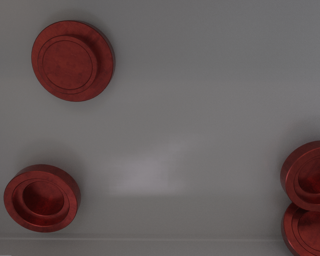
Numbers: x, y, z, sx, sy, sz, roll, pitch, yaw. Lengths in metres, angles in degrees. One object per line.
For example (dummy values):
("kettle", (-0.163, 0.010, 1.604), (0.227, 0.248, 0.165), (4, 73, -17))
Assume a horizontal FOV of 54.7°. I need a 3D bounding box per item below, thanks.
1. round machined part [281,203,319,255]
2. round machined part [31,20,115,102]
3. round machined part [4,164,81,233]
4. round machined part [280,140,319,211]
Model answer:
("round machined part", (0.223, 0.148, 0.439), (0.099, 0.098, 0.042), (-9, 146, 3))
("round machined part", (-0.105, -0.078, 0.372), (0.099, 0.042, 0.097), (0, 110, 0))
("round machined part", (-0.160, 0.094, 0.435), (0.099, 0.042, 0.097), (0, 110, 0))
("round machined part", (0.215, 0.061, 0.427), (0.099, 0.042, 0.097), (0, 110, 0))
